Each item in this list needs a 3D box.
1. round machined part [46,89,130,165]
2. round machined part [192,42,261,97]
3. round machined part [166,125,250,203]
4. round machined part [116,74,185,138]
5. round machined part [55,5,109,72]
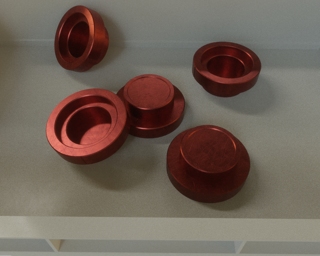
[{"bbox_3d":[-0.085,0.002,0.384,0.099,0.042,0.098,-4,57,7],"label":"round machined part"},{"bbox_3d":[0.097,-0.084,0.466,0.099,0.042,0.098,0,50,0],"label":"round machined part"},{"bbox_3d":[0.057,0.035,0.366,0.099,0.042,0.098,0,50,0],"label":"round machined part"},{"bbox_3d":[-0.015,-0.037,0.425,0.099,0.042,0.098,1,50,0],"label":"round machined part"},{"bbox_3d":[-0.118,-0.135,0.483,0.042,0.097,0.098,5,34,-52],"label":"round machined part"}]
